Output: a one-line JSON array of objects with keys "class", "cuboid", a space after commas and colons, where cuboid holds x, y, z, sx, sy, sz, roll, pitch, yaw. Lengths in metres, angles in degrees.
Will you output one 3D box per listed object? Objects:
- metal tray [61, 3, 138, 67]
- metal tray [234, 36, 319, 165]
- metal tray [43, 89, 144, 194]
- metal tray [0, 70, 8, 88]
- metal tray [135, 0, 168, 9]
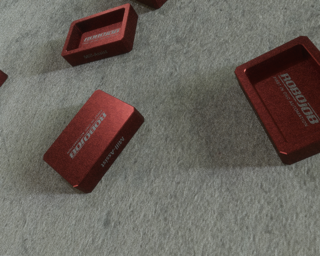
[{"class": "metal tray", "cuboid": [-0.108, -0.166, 0.556, 0.130, 0.030, 0.090, -8, 58, 23]}, {"class": "metal tray", "cuboid": [0.150, -0.035, 0.342, 0.090, 0.030, 0.130, -25, 53, 12]}, {"class": "metal tray", "cuboid": [-0.095, 0.015, 0.439, 0.090, 0.030, 0.130, 28, 77, 37]}, {"class": "metal tray", "cuboid": [-0.388, -0.075, 0.646, 0.090, 0.030, 0.130, 21, 72, 35]}, {"class": "metal tray", "cuboid": [-0.018, -0.280, 0.579, 0.090, 0.030, 0.130, -46, 52, -5]}]
